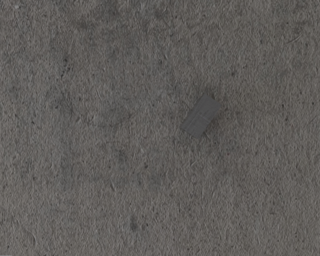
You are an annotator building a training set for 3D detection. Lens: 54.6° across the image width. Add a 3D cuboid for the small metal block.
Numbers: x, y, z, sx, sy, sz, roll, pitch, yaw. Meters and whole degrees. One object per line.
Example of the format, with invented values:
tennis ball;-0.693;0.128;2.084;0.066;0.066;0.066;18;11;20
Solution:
small metal block;0.050;-0.014;0.398;0.025;0.050;0.050;35;90;0
